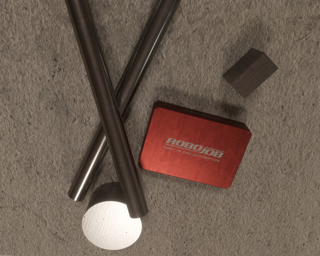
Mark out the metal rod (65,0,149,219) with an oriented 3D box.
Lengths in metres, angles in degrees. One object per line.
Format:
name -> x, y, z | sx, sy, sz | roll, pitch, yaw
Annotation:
metal rod -> -0.065, -0.031, 0.372 | 0.025, 0.025, 0.298 | -14, 101, 5

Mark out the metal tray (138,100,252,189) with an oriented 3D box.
metal tray -> 0.044, 0.023, 0.416 | 0.131, 0.030, 0.089 | 14, 109, -6

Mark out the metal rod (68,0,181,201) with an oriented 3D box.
metal rod -> -0.053, -0.029, 0.398 | 0.025, 0.025, 0.298 | 25, 108, -9

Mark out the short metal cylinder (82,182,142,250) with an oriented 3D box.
short metal cylinder -> -0.065, 0.124, 0.441 | 0.081, 0.050, 0.079 | 0, 110, -1

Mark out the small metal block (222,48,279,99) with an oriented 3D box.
small metal block -> 0.107, -0.067, 0.373 | 0.025, 0.050, 0.050 | 43, 104, -14
